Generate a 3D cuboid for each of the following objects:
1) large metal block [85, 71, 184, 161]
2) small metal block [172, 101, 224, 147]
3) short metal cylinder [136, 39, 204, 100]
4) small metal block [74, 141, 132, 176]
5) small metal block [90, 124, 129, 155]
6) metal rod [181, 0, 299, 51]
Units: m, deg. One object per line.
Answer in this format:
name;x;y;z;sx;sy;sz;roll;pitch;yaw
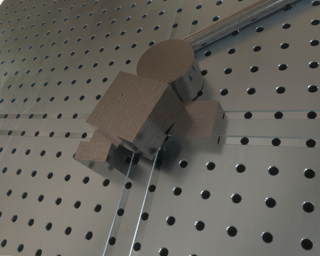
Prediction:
large metal block;-0.030;-0.017;0.385;0.080;0.050;0.080;21;73;35
small metal block;0.048;-0.006;0.386;0.050;0.025;0.050;2;63;29
short metal cylinder;0.015;-0.075;0.426;0.080;0.050;0.080;-12;54;17
small metal block;-0.074;0.040;0.405;0.050;0.050;0.025;1;63;28
small metal block;-0.064;0.007;0.436;0.050;0.025;0.050;6;65;30
metal rod;0.113;-0.155;0.443;0.301;0.025;0.025;-24;53;13
